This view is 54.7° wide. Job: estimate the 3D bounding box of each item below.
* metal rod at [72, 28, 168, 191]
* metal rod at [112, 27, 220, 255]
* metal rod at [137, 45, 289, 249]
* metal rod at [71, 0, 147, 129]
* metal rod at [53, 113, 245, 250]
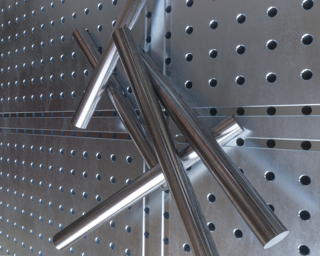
[{"bbox_3d":[-0.061,-0.042,0.456,0.025,0.025,0.299,-47,63,30],"label":"metal rod"},{"bbox_3d":[0.002,0.011,0.352,0.025,0.025,0.299,-34,68,34],"label":"metal rod"},{"bbox_3d":[0.030,-0.007,0.346,0.025,0.025,0.300,-55,48,25],"label":"metal rod"},{"bbox_3d":[-0.052,-0.133,0.428,0.025,0.025,0.298,37,106,33],"label":"metal rod"},{"bbox_3d":[-0.028,0.077,0.389,0.299,0.025,0.025,-37,67,20],"label":"metal rod"}]
